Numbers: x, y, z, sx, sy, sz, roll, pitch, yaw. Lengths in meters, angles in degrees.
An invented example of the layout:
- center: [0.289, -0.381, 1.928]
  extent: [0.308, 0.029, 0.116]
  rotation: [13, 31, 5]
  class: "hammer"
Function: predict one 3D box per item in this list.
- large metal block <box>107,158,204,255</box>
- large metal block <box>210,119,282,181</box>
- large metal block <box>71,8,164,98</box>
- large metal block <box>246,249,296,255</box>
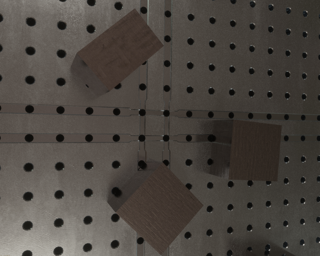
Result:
- center: [-0.006, 0.098, 0.398]
  extent: [0.080, 0.050, 0.080]
  rotation: [-46, 105, -14]
  class: "large metal block"
- center: [0.123, 0.032, 0.446]
  extent: [0.081, 0.050, 0.080]
  rotation: [6, 88, -20]
  class: "large metal block"
- center: [-0.053, -0.084, 0.364]
  extent: [0.080, 0.080, 0.050]
  rotation: [-43, 104, -15]
  class: "large metal block"
- center: [0.173, 0.234, 0.466]
  extent: [0.081, 0.050, 0.080]
  rotation: [11, 86, -20]
  class: "large metal block"
